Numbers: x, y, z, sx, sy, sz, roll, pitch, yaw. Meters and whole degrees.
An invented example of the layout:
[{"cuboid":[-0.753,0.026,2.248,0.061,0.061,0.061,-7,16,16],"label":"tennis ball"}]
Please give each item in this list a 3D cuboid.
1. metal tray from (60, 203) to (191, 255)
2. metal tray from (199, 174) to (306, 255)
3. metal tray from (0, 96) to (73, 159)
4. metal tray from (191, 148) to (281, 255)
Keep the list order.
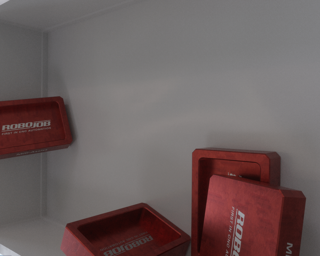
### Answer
[{"cuboid":[-0.037,0.136,0.369,0.090,0.131,0.030,27,108,36],"label":"metal tray"},{"cuboid":[0.078,0.114,0.286,0.090,0.030,0.129,3,84,59],"label":"metal tray"},{"cuboid":[-0.224,-0.002,0.522,0.030,0.131,0.090,-38,65,57],"label":"metal tray"},{"cuboid":[0.080,0.089,0.337,0.090,0.030,0.129,1,91,40],"label":"metal tray"}]
